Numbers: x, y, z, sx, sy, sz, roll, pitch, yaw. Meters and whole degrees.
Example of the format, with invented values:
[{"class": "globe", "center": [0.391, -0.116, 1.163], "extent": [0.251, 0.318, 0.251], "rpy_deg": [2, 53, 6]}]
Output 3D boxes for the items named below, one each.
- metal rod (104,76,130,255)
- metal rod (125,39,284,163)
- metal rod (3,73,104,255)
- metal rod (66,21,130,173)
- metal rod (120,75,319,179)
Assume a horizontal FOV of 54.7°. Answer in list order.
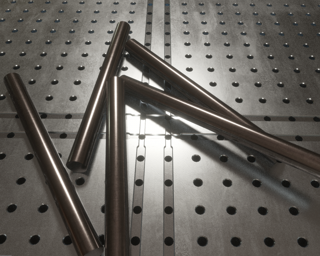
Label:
[{"class": "metal rod", "center": [-0.049, 0.055, 0.351], "extent": [0.025, 0.025, 0.300], "rpy_deg": [-4, 53, -4]}, {"class": "metal rod", "center": [0.049, -0.053, 0.452], "extent": [0.025, 0.025, 0.300], "rpy_deg": [-34, 58, -25]}, {"class": "metal rod", "center": [-0.144, 0.026, 0.383], "extent": [0.025, 0.025, 0.300], "rpy_deg": [-25, 55, -20]}, {"class": "metal rod", "center": [-0.082, -0.068, 0.463], "extent": [0.025, 0.025, 0.300], "rpy_deg": [5, 50, 4]}, {"class": "metal rod", "center": [0.065, -0.010, 0.398], "extent": [0.300, 0.025, 0.025], "rpy_deg": [25, 54, 26]}]
